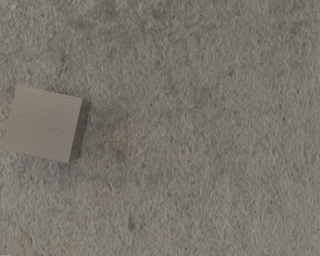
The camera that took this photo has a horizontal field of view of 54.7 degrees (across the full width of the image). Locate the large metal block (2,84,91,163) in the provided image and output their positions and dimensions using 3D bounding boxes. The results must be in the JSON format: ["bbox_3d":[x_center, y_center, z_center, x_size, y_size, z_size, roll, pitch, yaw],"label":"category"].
[{"bbox_3d":[-0.141,-0.005,0.396,0.080,0.050,0.080,12,90,-1],"label":"large metal block"}]
